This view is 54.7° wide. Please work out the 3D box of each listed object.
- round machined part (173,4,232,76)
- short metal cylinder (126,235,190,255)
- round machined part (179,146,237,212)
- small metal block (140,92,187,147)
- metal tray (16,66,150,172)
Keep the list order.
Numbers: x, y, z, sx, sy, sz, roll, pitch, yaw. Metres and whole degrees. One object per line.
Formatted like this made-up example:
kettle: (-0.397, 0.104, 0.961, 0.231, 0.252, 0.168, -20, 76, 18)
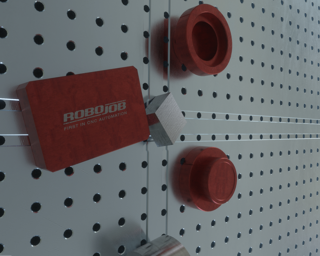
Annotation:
round machined part: (0.057, -0.124, 0.448, 0.099, 0.042, 0.097, 0, 90, -40)
short metal cylinder: (0.000, 0.179, 0.375, 0.050, 0.080, 0.079, -12, 98, -40)
round machined part: (0.079, 0.077, 0.467, 0.099, 0.042, 0.097, 0, 90, -40)
small metal block: (0.006, -0.011, 0.408, 0.050, 0.025, 0.050, 60, 40, -23)
metal tray: (-0.077, -0.015, 0.343, 0.131, 0.030, 0.089, -18, 102, -39)
